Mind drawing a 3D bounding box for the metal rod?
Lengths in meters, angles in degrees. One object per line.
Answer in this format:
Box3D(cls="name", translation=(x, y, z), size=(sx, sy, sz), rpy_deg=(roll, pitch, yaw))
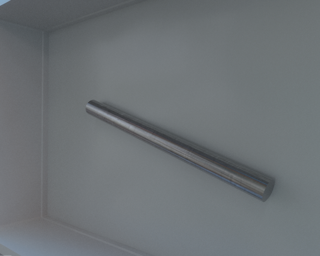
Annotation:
Box3D(cls="metal rod", translation=(0.001, 0.015, 0.405), size=(0.300, 0.025, 0.025), rpy_deg=(24, 105, 37))
